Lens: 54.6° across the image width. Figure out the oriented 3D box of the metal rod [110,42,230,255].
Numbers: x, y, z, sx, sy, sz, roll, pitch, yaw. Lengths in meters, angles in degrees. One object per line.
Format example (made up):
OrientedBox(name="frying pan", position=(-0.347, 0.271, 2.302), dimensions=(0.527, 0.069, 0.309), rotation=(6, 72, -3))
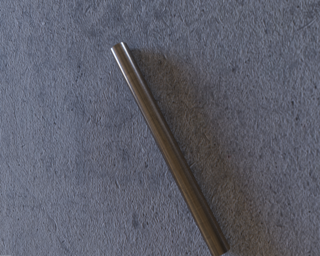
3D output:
OrientedBox(name="metal rod", position=(0.009, 0.021, 0.406), dimensions=(0.025, 0.025, 0.299), rotation=(-30, 80, 18))
